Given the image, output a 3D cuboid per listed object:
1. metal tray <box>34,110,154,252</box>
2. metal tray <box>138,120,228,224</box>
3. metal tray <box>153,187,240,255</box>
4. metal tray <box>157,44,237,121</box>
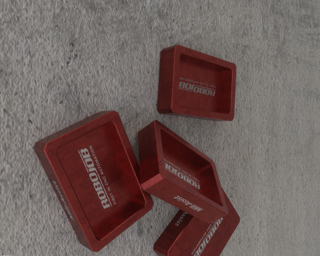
[{"bbox_3d":[-0.067,0.056,0.344,0.091,0.030,0.129,-31,110,-36],"label":"metal tray"},{"bbox_3d":[0.030,0.057,0.394,0.130,0.030,0.090,35,32,-34],"label":"metal tray"},{"bbox_3d":[0.059,0.152,0.451,0.131,0.030,0.090,-47,118,-30],"label":"metal tray"},{"bbox_3d":[0.058,-0.060,0.448,0.131,0.030,0.089,5,87,-40],"label":"metal tray"}]
